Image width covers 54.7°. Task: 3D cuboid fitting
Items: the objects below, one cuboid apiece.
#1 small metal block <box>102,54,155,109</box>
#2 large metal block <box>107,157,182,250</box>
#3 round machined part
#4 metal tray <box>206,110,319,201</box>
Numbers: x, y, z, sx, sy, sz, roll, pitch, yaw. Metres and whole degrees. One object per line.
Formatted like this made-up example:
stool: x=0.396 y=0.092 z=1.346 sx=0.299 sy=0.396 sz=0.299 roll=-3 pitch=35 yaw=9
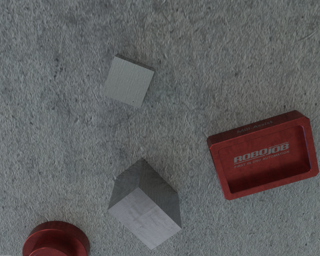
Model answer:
small metal block: x=-0.039 y=-0.059 z=0.388 sx=0.050 sy=0.025 sz=0.050 roll=20 pitch=109 yaw=-8
large metal block: x=-0.018 y=0.099 z=0.417 sx=0.050 sy=0.080 sz=0.080 roll=-39 pitch=106 yaw=13
round machined part: x=-0.160 y=0.195 z=0.471 sx=0.099 sy=0.042 sz=0.097 roll=0 pitch=110 yaw=0
metal tray: x=0.139 y=0.038 z=0.422 sx=0.131 sy=0.030 sz=0.090 roll=-18 pitch=109 yaw=6
